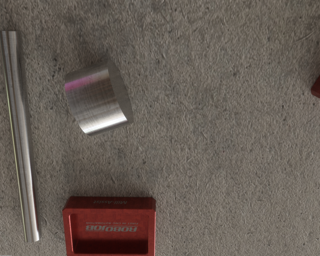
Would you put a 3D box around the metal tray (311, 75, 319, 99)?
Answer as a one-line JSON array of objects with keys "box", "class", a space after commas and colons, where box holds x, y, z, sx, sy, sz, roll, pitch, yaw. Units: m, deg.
[{"box": [0.274, -0.055, 0.390, 0.131, 0.030, 0.089, 23, 108, -9], "class": "metal tray"}]

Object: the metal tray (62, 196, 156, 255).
[{"box": [-0.072, 0.149, 0.460, 0.131, 0.030, 0.089, 1, 110, -1], "class": "metal tray"}]

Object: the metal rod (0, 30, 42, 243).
[{"box": [-0.184, 0.025, 0.416, 0.025, 0.025, 0.298, 2, 110, -1], "class": "metal rod"}]

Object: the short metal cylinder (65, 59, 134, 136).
[{"box": [-0.069, -0.035, 0.366, 0.050, 0.080, 0.080, -18, 109, 6], "class": "short metal cylinder"}]
